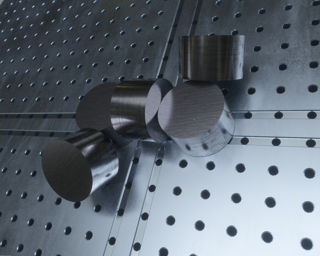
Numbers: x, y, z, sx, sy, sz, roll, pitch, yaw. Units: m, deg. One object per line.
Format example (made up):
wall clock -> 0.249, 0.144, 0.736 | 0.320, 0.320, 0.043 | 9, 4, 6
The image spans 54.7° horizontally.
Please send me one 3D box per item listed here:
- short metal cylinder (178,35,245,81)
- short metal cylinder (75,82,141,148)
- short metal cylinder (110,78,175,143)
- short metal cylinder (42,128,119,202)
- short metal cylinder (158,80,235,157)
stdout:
short metal cylinder -> 0.063, -0.088, 0.385 | 0.080, 0.081, 0.050 | 9, 108, 32
short metal cylinder -> -0.070, -0.018, 0.437 | 0.080, 0.050, 0.080 | -13, 56, 20
short metal cylinder -> -0.018, -0.023, 0.395 | 0.050, 0.080, 0.080 | 5, 64, 30
short metal cylinder -> -0.100, 0.045, 0.389 | 0.080, 0.050, 0.079 | 9, 110, 26
short metal cylinder -> 0.045, -0.012, 0.374 | 0.080, 0.050, 0.080 | -13, 56, 20
